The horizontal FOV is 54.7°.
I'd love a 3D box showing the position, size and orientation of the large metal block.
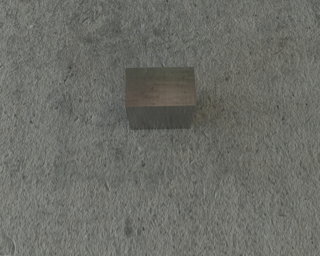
[{"bbox_3d":[0.000,-0.035,0.393,0.081,0.080,0.050,-1,70,-1],"label":"large metal block"}]
